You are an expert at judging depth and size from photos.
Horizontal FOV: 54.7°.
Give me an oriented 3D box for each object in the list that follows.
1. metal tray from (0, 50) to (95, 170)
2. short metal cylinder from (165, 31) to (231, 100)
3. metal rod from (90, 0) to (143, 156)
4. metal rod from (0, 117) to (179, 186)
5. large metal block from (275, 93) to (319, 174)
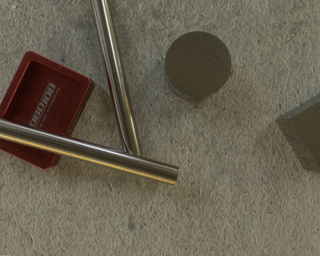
[{"bbox_3d":[-0.155,-0.023,0.405,0.090,0.030,0.129,25,90,-1],"label":"metal tray"},{"bbox_3d":[0.046,-0.077,0.398,0.081,0.050,0.079,0,90,-1],"label":"short metal cylinder"},{"bbox_3d":[-0.064,-0.096,0.409,0.025,0.025,0.298,-12,90,0],"label":"metal rod"},{"bbox_3d":[-0.125,0.019,0.377,0.302,0.025,0.025,16,90,-2],"label":"metal rod"},{"bbox_3d":[0.213,0.003,0.400,0.080,0.050,0.080,-31,90,0],"label":"large metal block"}]
